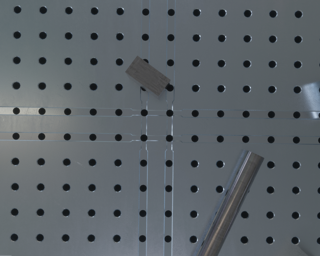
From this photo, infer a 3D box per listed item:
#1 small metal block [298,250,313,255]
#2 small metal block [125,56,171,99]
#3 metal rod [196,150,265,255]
[{"bbox_3d":[0.193,0.196,0.402,0.025,0.050,0.050,30,90,0],"label":"small metal block"},{"bbox_3d":[-0.015,-0.063,0.401,0.050,0.050,0.025,36,90,0],"label":"small metal block"},{"bbox_3d":[0.063,0.170,0.413,0.025,0.025,0.299,26,90,0],"label":"metal rod"}]
